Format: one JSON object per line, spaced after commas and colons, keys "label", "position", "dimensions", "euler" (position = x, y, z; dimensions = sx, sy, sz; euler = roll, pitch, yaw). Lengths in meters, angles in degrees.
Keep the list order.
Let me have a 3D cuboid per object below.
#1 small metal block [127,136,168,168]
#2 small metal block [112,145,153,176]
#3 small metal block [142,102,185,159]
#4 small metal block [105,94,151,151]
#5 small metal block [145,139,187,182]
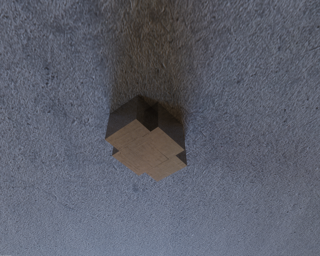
{"label": "small metal block", "position": [-0.015, 0.015, 0.404], "dimensions": [0.025, 0.050, 0.050], "euler": [-32, 123, 24]}
{"label": "small metal block", "position": [-0.035, 0.027, 0.414], "dimensions": [0.025, 0.050, 0.050], "euler": [-32, 123, 24]}
{"label": "small metal block", "position": [0.005, 0.003, 0.394], "dimensions": [0.025, 0.050, 0.050], "euler": [-33, 123, 25]}
{"label": "small metal block", "position": [-0.039, -0.007, 0.385], "dimensions": [0.050, 0.050, 0.025], "euler": [-32, 124, 24]}
{"label": "small metal block", "position": [0.008, 0.038, 0.424], "dimensions": [0.050, 0.050, 0.025], "euler": [-32, 124, 24]}
